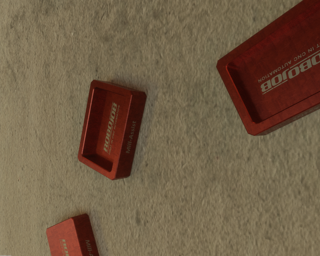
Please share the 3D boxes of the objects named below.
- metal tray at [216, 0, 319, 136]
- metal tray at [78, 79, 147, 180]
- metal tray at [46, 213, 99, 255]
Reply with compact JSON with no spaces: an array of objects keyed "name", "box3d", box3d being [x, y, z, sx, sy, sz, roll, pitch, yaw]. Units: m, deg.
[{"name":"metal tray","box3d":[0.128,-0.059,0.295,0.130,0.030,0.090,-33,70,35]},{"name":"metal tray","box3d":[-0.074,0.001,0.460,0.090,0.030,0.129,21,103,37]},{"name":"metal tray","box3d":[-0.141,0.219,0.515,0.090,0.030,0.129,-31,71,35]}]
